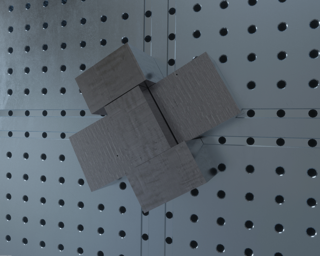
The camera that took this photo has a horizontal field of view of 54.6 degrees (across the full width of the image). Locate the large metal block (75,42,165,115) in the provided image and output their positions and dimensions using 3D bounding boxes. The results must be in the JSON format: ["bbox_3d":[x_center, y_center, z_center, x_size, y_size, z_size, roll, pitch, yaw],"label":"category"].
[{"bbox_3d":[-0.046,-0.057,0.399,0.080,0.080,0.050,-30,80,18],"label":"large metal block"}]

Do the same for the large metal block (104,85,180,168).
[{"bbox_3d":[-0.013,-0.002,0.388,0.050,0.080,0.080,-30,80,18],"label":"large metal block"}]

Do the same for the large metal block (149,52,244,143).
[{"bbox_3d":[0.046,-0.034,0.383,0.080,0.050,0.080,-30,82,17],"label":"large metal block"}]

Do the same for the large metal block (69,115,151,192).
[{"bbox_3d":[-0.064,0.031,0.423,0.080,0.050,0.080,-28,80,18],"label":"large metal block"}]

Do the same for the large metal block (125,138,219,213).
[{"bbox_3d":[0.018,0.055,0.377,0.080,0.080,0.050,-30,80,17],"label":"large metal block"}]
